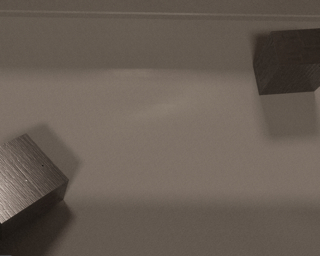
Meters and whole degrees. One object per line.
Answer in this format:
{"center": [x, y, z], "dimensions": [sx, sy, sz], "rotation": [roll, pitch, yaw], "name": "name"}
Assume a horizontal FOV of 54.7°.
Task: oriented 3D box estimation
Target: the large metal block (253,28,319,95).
{"center": [0.180, -0.086, 0.414], "dimensions": [0.081, 0.080, 0.050], "rotation": [-4, 70, -2], "name": "large metal block"}

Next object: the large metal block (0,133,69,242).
{"center": [-0.166, 0.065, 0.353], "dimensions": [0.080, 0.050, 0.081], "rotation": [43, 46, 13], "name": "large metal block"}
